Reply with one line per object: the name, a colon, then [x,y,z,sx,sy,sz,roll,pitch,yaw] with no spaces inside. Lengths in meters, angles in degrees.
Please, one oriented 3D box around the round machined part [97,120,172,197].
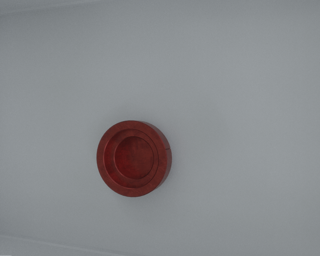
round machined part: [-0.030,0.039,0.411,0.098,0.042,0.097,0,90,19]
